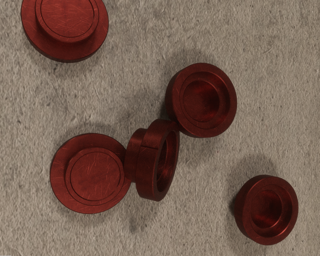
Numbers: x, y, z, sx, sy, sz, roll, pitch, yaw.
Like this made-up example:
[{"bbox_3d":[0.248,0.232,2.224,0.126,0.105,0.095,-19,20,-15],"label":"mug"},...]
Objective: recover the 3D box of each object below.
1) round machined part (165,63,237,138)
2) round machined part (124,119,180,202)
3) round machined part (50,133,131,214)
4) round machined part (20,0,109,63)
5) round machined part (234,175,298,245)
[{"bbox_3d":[0.051,-0.035,0.417,0.099,0.042,0.097,2,85,-24],"label":"round machined part"},{"bbox_3d":[-0.010,0.036,0.378,0.042,0.098,0.097,10,86,18],"label":"round machined part"},{"bbox_3d":[-0.080,0.055,0.371,0.099,0.042,0.097,0,90,-20],"label":"round machined part"},{"bbox_3d":[-0.108,-0.128,0.360,0.099,0.042,0.097,0,90,-21],"label":"round machined part"},{"bbox_3d":[0.151,0.117,0.458,0.099,0.042,0.097,0,90,-21],"label":"round machined part"}]
